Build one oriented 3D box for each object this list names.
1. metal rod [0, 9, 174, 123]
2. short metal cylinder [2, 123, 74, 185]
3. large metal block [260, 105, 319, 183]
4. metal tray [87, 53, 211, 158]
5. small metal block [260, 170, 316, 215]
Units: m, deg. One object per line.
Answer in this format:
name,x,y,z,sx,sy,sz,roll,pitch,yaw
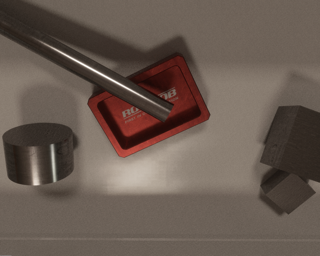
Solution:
metal rod,-0.122,-0.088,0.356,0.301,0.025,0.025,28,108,-3
short metal cylinder,-0.151,0.030,0.391,0.081,0.080,0.050,3,110,-2
large metal block,0.188,0.022,0.397,0.080,0.050,0.080,19,90,-7
metal tray,-0.013,-0.028,0.398,0.130,0.030,0.090,-25,109,8
small metal block,0.184,0.088,0.447,0.050,0.025,0.050,40,105,-14
